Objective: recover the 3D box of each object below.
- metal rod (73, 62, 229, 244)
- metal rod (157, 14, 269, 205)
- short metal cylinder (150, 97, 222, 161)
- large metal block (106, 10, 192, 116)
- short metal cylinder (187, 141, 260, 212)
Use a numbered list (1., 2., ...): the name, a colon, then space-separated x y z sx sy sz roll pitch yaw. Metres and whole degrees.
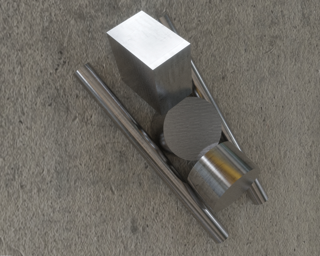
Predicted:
1. metal rod: -0.004 0.042 0.408 0.025 0.025 0.300 -43 104 -15
2. metal rod: 0.076 -0.018 0.438 0.025 0.025 0.299 -34 101 -17
3. short metal cylinder: 0.033 0.001 0.409 0.081 0.050 0.080 0 90 -20
4. large metal block: -0.009 -0.074 0.361 0.050 0.080 0.080 -38 61 -16
5. short metal cylinder: 0.083 0.064 0.405 0.080 0.080 0.050 -33 59 -17
